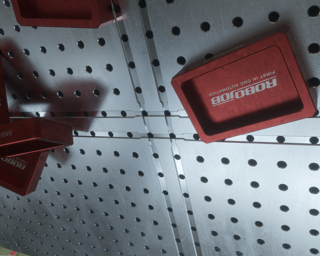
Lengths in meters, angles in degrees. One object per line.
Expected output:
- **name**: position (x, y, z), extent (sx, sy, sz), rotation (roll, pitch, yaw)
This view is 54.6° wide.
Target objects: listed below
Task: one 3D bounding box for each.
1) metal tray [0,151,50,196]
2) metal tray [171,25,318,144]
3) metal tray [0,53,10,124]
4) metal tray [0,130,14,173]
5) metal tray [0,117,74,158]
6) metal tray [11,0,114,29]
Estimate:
- **metal tray**: position (-0.273, 0.053, 0.549), extent (0.130, 0.030, 0.090), rotation (23, 97, 6)
- **metal tray**: position (0.088, -0.040, 0.336), extent (0.130, 0.030, 0.090), rotation (-18, 109, 35)
- **metal tray**: position (-0.291, -0.057, 0.497), extent (0.090, 0.030, 0.129), rotation (-3, 97, 26)
- **metal tray**: position (-0.355, 0.024, 0.611), extent (0.130, 0.030, 0.089), rotation (35, 129, 4)
- **metal tray**: position (-0.212, 0.018, 0.469), extent (0.130, 0.090, 0.030), rotation (-11, 78, 14)
- **metal tray**: position (-0.124, -0.169, 0.369), extent (0.130, 0.030, 0.089), rotation (9, 123, 23)
